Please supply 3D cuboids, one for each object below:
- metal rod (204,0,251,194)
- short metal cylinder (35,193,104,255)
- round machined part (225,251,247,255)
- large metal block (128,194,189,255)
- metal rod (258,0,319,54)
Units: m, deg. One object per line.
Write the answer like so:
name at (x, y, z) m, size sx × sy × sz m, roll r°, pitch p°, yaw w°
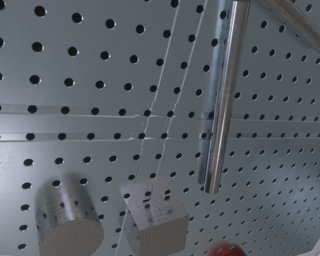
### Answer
metal rod at (0.091, -0.024, 0.445) m, size 0.025 × 0.025 × 0.298 m, roll -12°, pitch 124°, yaw -22°
short metal cylinder at (-0.121, 0.134, 0.412) m, size 0.081 × 0.050 × 0.079 m, roll -14°, pitch 124°, yaw -21°
round machined part at (0.165, 0.326, 0.692) m, size 0.099 × 0.042 × 0.097 m, roll -14°, pitch 124°, yaw -21°
large metal block at (-0.004, 0.160, 0.492) m, size 0.081 × 0.050 × 0.079 m, roll -11°, pitch 123°, yaw -23°
metal rod at (0.133, -0.165, 0.381) m, size 0.302 × 0.025 × 0.025 m, roll 19°, pitch 108°, yaw -36°
